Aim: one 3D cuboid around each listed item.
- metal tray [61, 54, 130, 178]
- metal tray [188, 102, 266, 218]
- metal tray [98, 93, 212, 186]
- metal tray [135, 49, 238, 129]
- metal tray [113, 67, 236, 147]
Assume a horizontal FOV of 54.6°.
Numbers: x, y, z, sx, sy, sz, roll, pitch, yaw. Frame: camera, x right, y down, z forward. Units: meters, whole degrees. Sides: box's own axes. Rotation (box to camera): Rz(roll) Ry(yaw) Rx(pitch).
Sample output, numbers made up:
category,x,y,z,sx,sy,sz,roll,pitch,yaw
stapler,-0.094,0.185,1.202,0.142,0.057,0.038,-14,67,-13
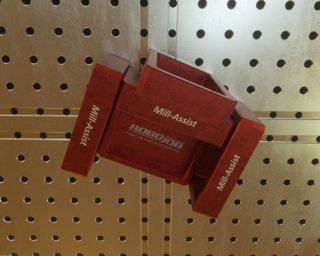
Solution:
category,x,y,z,sx,sy,sz,roll,pitch,yaw
metal tray,-0.075,-0.018,0.371,0.030,0.090,0.129,20,109,-8
metal tray,0.077,0.035,0.391,0.030,0.090,0.129,21,109,-7
metal tray,-0.006,0.015,0.415,0.131,0.030,0.089,21,109,-8
metal tray,0.024,-0.048,0.339,0.090,0.130,0.030,21,109,-8
metal tray,0.016,-0.028,0.368,0.131,0.090,0.030,20,109,-8
